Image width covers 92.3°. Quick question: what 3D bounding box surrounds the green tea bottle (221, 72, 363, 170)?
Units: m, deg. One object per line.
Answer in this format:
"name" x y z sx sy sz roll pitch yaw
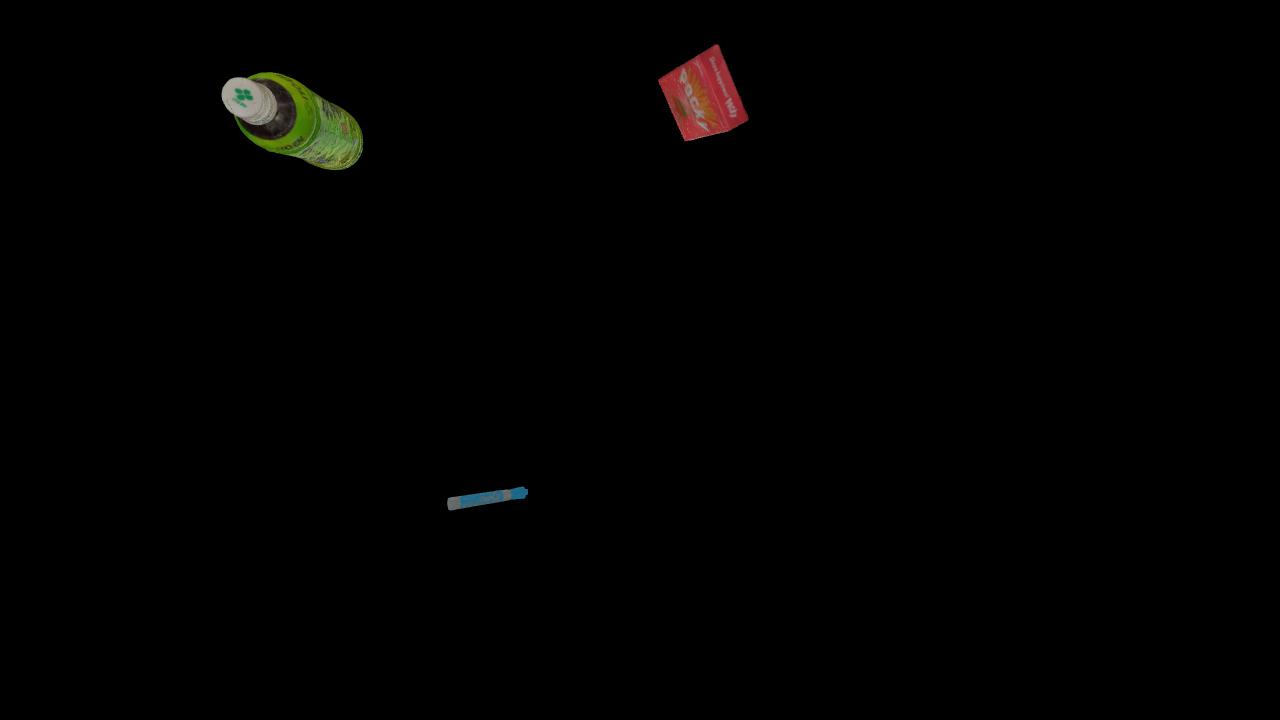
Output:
"green tea bottle" -0.328 -0.226 0.584 0.073 0.073 0.212 0 12 -7

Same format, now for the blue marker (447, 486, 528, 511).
"blue marker" -0.226 0.207 0.925 0.121 0.020 0.020 -2 1 -32

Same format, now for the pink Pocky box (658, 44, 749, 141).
"pink Pocky box" 0.069 -0.304 0.715 0.029 0.084 0.155 -31 21 -5
